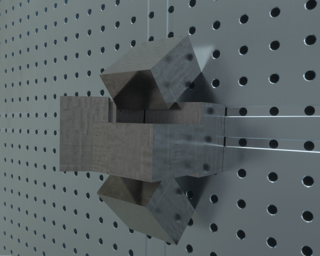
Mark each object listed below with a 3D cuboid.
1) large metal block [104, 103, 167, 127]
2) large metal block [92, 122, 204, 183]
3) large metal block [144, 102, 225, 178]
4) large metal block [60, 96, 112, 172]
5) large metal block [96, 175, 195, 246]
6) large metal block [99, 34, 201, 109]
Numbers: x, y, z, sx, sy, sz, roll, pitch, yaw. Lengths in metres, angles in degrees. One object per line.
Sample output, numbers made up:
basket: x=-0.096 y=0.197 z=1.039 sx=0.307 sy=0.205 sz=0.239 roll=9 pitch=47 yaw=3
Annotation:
large metal block: x=-0.036 y=0.006 z=0.425 sx=0.080 sy=0.050 sz=0.080 roll=9 pitch=96 yaw=39
large metal block: x=-0.011 y=0.020 z=0.318 sx=0.080 sy=0.081 sz=0.050 roll=2 pitch=91 yaw=40
large metal block: x=0.028 y=0.010 z=0.370 sx=0.080 sy=0.050 sz=0.080 roll=4 pitch=93 yaw=40
large metal block: x=-0.084 y=0.005 z=0.368 sx=0.050 sy=0.080 sz=0.080 roll=1 pitch=91 yaw=-5
large metal block: x=-0.016 y=0.091 z=0.380 sx=0.080 sy=0.050 sz=0.080 roll=3 pitch=137 yaw=40
large metal block: x=-0.010 y=-0.066 z=0.373 sx=0.080 sy=0.080 sz=0.050 roll=3 pitch=130 yaw=40
